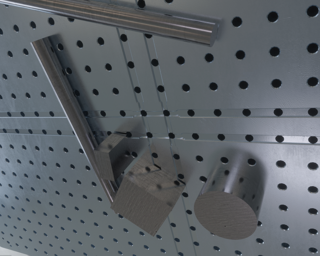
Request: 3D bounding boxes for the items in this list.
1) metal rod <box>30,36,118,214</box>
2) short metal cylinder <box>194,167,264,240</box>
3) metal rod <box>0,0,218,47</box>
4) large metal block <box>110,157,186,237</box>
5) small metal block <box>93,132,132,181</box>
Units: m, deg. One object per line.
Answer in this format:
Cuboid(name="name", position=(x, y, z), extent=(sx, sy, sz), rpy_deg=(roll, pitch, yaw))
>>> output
Cuboid(name="metal rod", position=(-0.117, 0.009, 0.478), extent=(0.025, 0.025, 0.298), rpy_deg=(-7, 115, 31))
Cuboid(name="short metal cylinder", position=(0.091, 0.099, 0.408), extent=(0.080, 0.050, 0.079), rpy_deg=(13, 124, 21))
Cuboid(name="metal rod", position=(-0.081, -0.138, 0.367), extent=(0.301, 0.025, 0.025), rpy_deg=(17, 125, 18))
Cuboid(name="large metal block", position=(-0.019, 0.105, 0.470), extent=(0.080, 0.050, 0.079), rpy_deg=(32, 129, 7))
Cuboid(name="small metal block", position=(-0.068, 0.042, 0.457), extent=(0.025, 0.050, 0.050), rpy_deg=(8, 122, 24))
